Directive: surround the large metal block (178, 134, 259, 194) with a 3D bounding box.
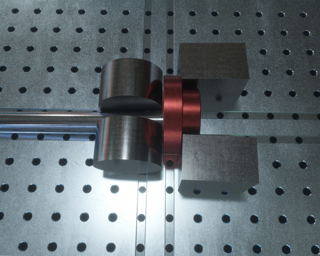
[{"bbox_3d":[0.064,0.045,0.367,0.080,0.080,0.050,3,70,1],"label":"large metal block"}]

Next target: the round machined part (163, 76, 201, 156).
[{"bbox_3d":[0.025,-0.015,0.378,0.042,0.098,0.098,1,70,0],"label":"round machined part"}]

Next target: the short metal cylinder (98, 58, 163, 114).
[{"bbox_3d":[-0.037,-0.047,0.400,0.080,0.080,0.050,1,71,0],"label":"short metal cylinder"}]

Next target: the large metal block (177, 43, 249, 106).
[{"bbox_3d":[0.065,-0.067,0.408,0.081,0.080,0.050,0,70,0],"label":"large metal block"}]

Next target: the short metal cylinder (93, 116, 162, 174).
[{"bbox_3d":[-0.038,0.023,0.373,0.080,0.080,0.050,1,71,0],"label":"short metal cylinder"}]

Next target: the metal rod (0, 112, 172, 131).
[{"bbox_3d":[-0.120,-0.009,0.402,0.302,0.025,0.025,0,70,4],"label":"metal rod"}]
